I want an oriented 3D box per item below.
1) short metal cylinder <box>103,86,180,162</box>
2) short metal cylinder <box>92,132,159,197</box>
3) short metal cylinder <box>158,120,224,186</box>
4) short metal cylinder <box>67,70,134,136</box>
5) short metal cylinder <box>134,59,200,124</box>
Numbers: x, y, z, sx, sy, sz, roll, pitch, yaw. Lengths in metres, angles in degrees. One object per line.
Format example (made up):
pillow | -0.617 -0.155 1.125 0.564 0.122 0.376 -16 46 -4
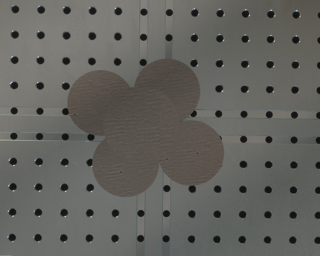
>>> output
short metal cylinder | -0.020 -0.005 0.349 0.081 0.050 0.079 0 92 -1
short metal cylinder | -0.042 0.044 0.400 0.081 0.050 0.079 0 90 -1
short metal cylinder | 0.038 0.030 0.401 0.081 0.050 0.079 0 90 -1
short metal cylinder | -0.072 -0.030 0.399 0.081 0.050 0.079 0 90 -1
short metal cylinder | 0.008 -0.044 0.400 0.081 0.050 0.079 0 90 -1
